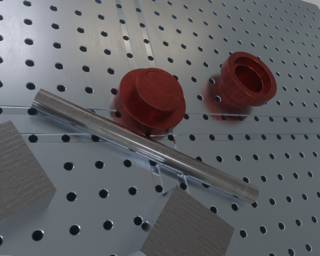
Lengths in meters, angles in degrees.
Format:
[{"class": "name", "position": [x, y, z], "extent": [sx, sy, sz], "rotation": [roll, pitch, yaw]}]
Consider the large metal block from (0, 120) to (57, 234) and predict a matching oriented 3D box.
[{"class": "large metal block", "position": [-0.154, 0.051, 0.278], "extent": [0.081, 0.050, 0.080], "rotation": [-29, 78, -38]}]

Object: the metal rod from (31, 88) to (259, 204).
[{"class": "metal rod", "position": [-0.007, 0.029, 0.386], "extent": [0.301, 0.025, 0.025], "rotation": [25, 53, -13]}]

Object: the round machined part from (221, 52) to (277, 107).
[{"class": "round machined part", "position": [0.143, -0.077, 0.521], "extent": [0.099, 0.042, 0.098], "rotation": [14, 56, -21]}]

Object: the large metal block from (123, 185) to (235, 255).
[{"class": "large metal block", "position": [0.021, 0.122, 0.329], "extent": [0.080, 0.050, 0.080], "rotation": [38, 51, -3]}]

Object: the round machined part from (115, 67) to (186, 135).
[{"class": "round machined part", "position": [-0.008, -0.042, 0.419], "extent": [0.099, 0.042, 0.098], "rotation": [14, 56, -21]}]
